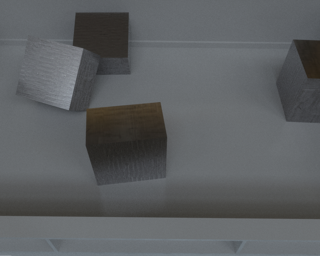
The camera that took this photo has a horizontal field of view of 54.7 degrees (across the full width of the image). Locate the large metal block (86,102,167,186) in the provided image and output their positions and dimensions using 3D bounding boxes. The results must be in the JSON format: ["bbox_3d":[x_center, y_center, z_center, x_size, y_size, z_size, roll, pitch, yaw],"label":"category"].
[{"bbox_3d":[-0.036,0.020,0.352,0.081,0.080,0.050,-6,51,-5],"label":"large metal block"}]

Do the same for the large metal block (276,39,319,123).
[{"bbox_3d":[0.204,-0.064,0.425,0.050,0.080,0.080,3,50,2],"label":"large metal block"}]

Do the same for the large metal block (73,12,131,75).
[{"bbox_3d":[-0.087,-0.130,0.481,0.081,0.050,0.080,-1,71,-1],"label":"large metal block"}]

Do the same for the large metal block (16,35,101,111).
[{"bbox_3d":[-0.137,-0.072,0.421,0.080,0.050,0.079,16,96,12],"label":"large metal block"}]
